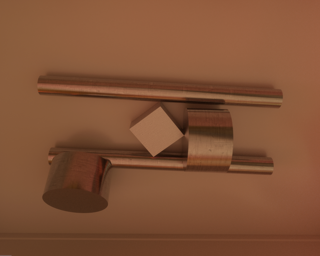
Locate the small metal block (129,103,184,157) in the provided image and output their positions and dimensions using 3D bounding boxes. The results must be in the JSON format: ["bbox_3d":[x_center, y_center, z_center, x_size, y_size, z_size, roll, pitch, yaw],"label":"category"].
[{"bbox_3d":[-0.004,0.001,0.410,0.050,0.025,0.050,-36,107,12],"label":"small metal block"}]

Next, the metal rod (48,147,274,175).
[{"bbox_3d":[0.003,0.046,0.426,0.302,0.025,0.025,3,110,-2],"label":"metal rod"}]

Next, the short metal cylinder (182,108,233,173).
[{"bbox_3d":[0.057,0.015,0.387,0.050,0.080,0.079,2,110,-1],"label":"short metal cylinder"}]

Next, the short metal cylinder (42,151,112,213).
[{"bbox_3d":[-0.105,0.072,0.403,0.081,0.050,0.080,1,144,1],"label":"short metal cylinder"}]

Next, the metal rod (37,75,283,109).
[{"bbox_3d":[0.002,-0.045,0.392,0.302,0.025,0.025,3,110,-2],"label":"metal rod"}]
